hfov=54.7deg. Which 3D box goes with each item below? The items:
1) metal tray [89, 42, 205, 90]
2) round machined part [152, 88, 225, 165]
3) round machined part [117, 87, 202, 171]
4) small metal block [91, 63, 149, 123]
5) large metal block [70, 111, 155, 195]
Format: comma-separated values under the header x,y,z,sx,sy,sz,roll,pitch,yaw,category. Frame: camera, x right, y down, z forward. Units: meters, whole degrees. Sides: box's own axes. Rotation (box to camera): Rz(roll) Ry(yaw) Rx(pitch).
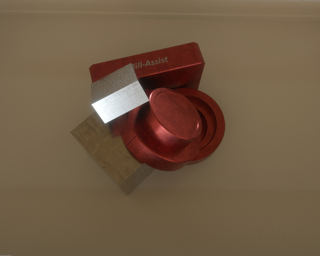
x,y,z,sx,sy,sz,roll,pitch,yaw,category
-0.015,-0.059,0.394,0.131,0.090,0.030,-14,72,-6,metal tray
0.031,0.001,0.400,0.099,0.042,0.098,0,70,-1,round machined part
0.007,-0.005,0.340,0.099,0.042,0.098,24,43,-24,round machined part
-0.043,-0.038,0.323,0.050,0.025,0.050,-27,33,3,small metal block
-0.051,0.029,0.368,0.050,0.080,0.080,-42,76,-14,large metal block
